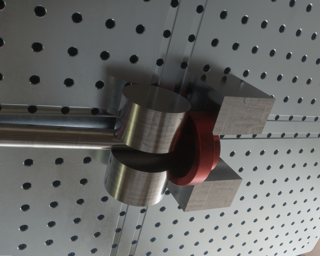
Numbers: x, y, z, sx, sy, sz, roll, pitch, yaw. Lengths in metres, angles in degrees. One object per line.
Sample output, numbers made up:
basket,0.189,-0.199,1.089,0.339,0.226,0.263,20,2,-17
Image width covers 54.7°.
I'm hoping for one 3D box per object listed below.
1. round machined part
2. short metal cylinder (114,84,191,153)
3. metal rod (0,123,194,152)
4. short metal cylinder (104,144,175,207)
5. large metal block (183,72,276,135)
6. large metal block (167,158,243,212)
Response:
round machined part,0.041,0.025,0.401,0.042,0.098,0.097,1,118,-29
short metal cylinder,-0.009,-0.013,0.362,0.081,0.080,0.050,1,119,-29
metal rod,-0.097,0.011,0.350,0.302,0.025,0.025,4,117,-26
short metal cylinder,-0.027,0.053,0.393,0.081,0.080,0.050,1,118,-29
large metal block,0.085,-0.033,0.402,0.081,0.080,0.050,0,119,-28
large metal block,0.057,0.073,0.452,0.081,0.080,0.050,3,117,-30
